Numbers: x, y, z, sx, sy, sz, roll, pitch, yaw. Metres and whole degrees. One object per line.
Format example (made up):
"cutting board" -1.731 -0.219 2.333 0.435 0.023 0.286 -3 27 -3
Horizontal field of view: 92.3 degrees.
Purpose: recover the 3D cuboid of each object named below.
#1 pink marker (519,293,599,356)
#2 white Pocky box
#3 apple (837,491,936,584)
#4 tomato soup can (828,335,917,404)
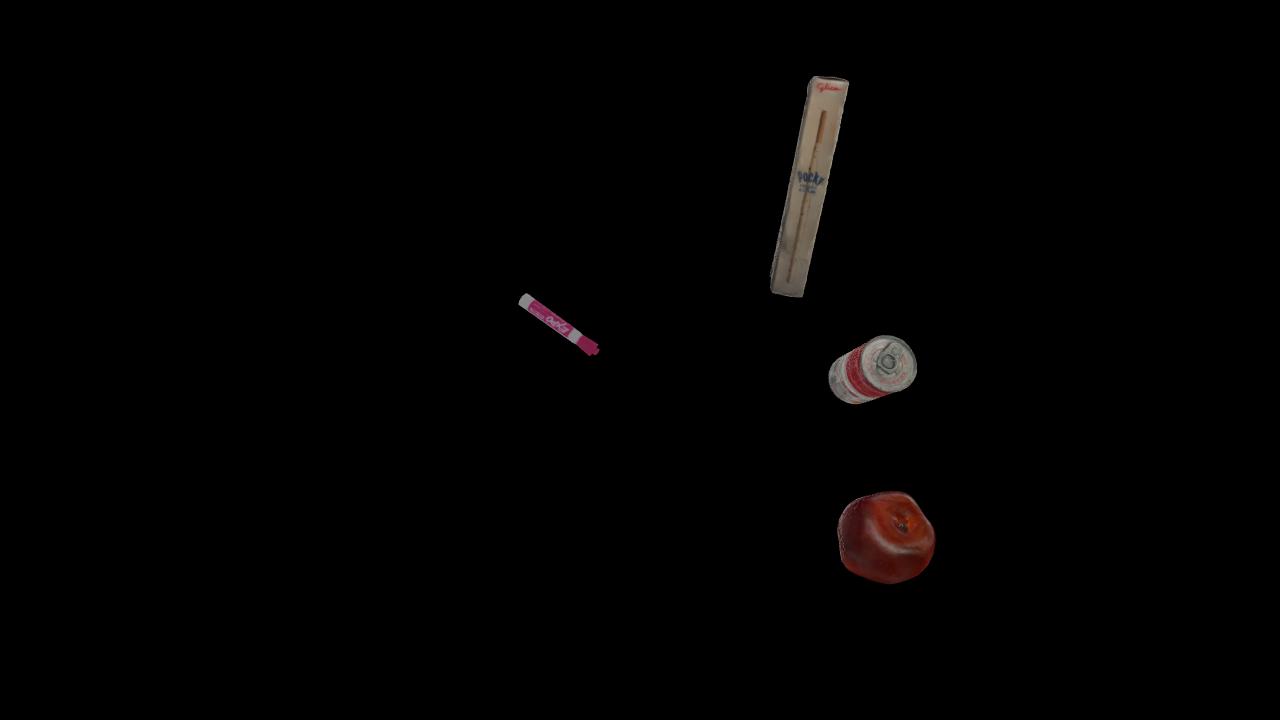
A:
"pink marker" -0.103 -0.044 0.788 0.121 0.020 0.020 36 5 6
"white Pocky box" 0.128 -0.133 0.476 0.028 0.154 0.084 11 23 10
"apple" 0.212 0.157 0.538 0.079 0.079 0.093 0 -33 -6
"tomato soup can" 0.279 0.015 0.748 0.068 0.068 0.101 0 -13 -5
